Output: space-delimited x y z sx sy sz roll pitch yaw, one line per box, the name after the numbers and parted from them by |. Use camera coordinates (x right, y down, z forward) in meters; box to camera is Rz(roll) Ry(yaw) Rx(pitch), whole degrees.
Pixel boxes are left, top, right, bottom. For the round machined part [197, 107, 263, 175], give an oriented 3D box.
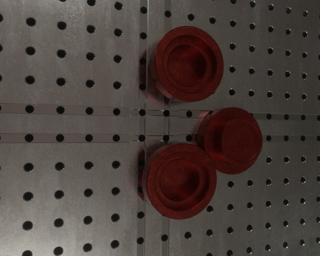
0.107 0.019 0.445 0.099 0.042 0.097 0 90 -21 | round machined part

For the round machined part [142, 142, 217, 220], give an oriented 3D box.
0.023 0.068 0.413 0.099 0.042 0.097 0 90 -21 | round machined part

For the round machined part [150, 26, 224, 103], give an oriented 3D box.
0.032 -0.082 0.417 0.099 0.042 0.097 0 90 -21 | round machined part
